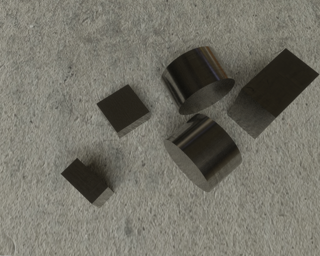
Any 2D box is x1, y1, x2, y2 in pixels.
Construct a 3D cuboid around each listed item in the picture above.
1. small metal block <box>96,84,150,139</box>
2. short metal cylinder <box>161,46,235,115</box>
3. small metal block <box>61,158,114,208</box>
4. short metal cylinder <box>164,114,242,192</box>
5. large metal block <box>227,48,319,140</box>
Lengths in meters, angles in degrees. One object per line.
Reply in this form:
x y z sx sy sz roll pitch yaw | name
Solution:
-0.048 -0.022 0.416 0.050 0.025 0.050 -34 74 -12 | small metal block
0.049 -0.059 0.401 0.080 0.080 0.050 -25 72 -9 | short metal cylinder
-0.085 0.067 0.369 0.050 0.050 0.025 40 75 13 | small metal block
0.050 0.029 0.369 0.050 0.080 0.080 -39 75 -13 | short metal cylinder
0.140 -0.041 0.396 0.080 0.080 0.050 -42 76 -14 | large metal block
